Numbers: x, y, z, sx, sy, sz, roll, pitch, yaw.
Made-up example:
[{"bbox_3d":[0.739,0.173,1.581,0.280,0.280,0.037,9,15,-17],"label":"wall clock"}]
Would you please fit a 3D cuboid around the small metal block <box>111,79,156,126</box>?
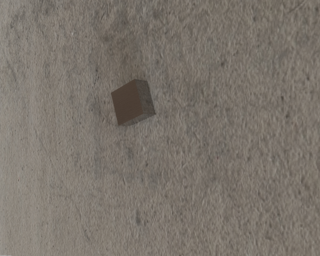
[{"bbox_3d":[-0.038,-0.035,0.434,0.050,0.025,0.050,-23,76,37],"label":"small metal block"}]
